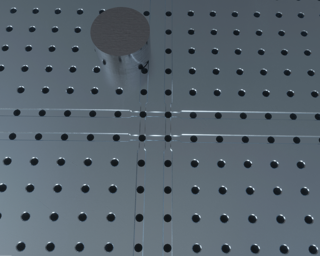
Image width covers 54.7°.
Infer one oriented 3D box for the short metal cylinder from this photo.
[{"bbox_3d":[-0.054,-0.124,0.443,0.081,0.050,0.080,0,70,0],"label":"short metal cylinder"}]
